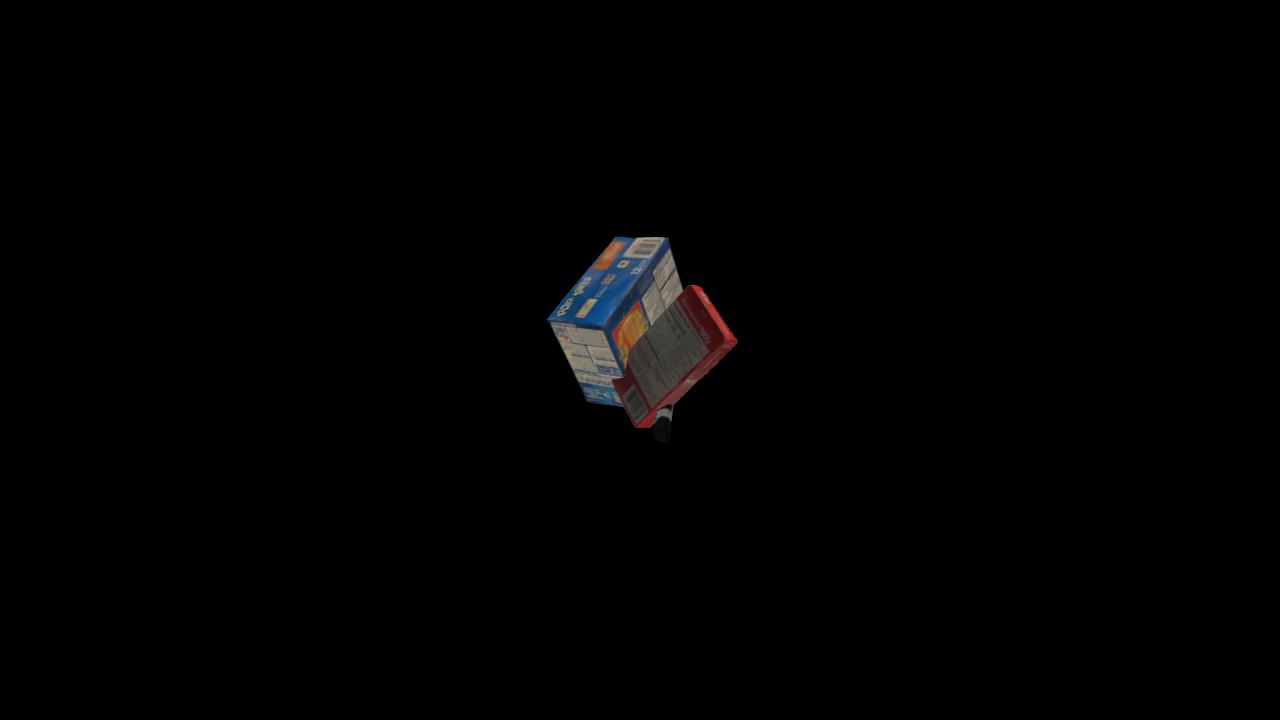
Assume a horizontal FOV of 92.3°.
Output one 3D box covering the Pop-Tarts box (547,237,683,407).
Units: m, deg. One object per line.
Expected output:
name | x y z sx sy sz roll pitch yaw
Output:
Pop-Tarts box | -0.017 -0.048 0.764 0.083 0.141 0.167 9 49 32

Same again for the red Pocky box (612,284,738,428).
red Pocky box | 0.032 -0.001 0.677 0.028 0.083 0.155 9 -46 -46

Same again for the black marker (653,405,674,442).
black marker | 0.029 0.050 0.686 0.020 0.020 0.121 0 31 8

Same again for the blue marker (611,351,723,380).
blue marker | 0.046 0.004 0.712 0.121 0.020 0.020 -19 -11 36
